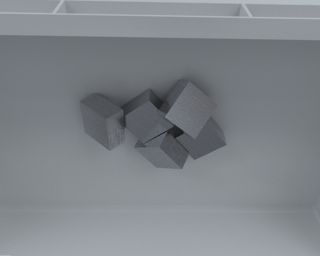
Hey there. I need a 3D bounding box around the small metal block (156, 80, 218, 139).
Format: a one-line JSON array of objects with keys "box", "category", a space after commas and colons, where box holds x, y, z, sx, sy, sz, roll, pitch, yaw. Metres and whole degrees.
[{"box": [0.033, -0.023, 0.373, 0.050, 0.025, 0.050, 36, 86, -27], "category": "small metal block"}]

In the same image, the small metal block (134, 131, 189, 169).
[{"box": [0.002, 0.031, 0.418, 0.050, 0.025, 0.050, -4, 139, 46], "category": "small metal block"}]

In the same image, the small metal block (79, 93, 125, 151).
[{"box": [-0.070, -0.008, 0.381, 0.050, 0.025, 0.050, 31, 138, 31], "category": "small metal block"}]

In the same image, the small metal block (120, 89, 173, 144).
[{"box": [-0.017, -0.014, 0.395, 0.050, 0.025, 0.050, -30, 124, 23], "category": "small metal block"}]

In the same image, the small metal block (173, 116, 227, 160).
[{"box": [0.053, 0.010, 0.416, 0.050, 0.025, 0.050, -29, 125, 22], "category": "small metal block"}]
